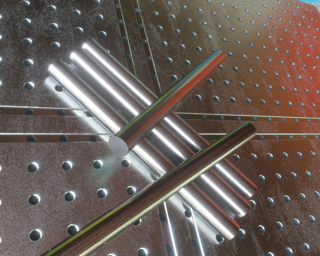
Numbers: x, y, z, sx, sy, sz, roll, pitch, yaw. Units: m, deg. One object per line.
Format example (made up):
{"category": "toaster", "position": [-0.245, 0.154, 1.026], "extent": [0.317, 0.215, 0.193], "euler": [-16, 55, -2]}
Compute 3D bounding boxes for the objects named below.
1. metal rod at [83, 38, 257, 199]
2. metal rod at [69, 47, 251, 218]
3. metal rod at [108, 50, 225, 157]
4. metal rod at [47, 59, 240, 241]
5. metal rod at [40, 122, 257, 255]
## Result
{"category": "metal rod", "position": [0.012, -0.012, 0.424], "extent": [0.300, 0.025, 0.025], "euler": [42, 51, 0]}
{"category": "metal rod", "position": [-0.001, 0.005, 0.405], "extent": [0.300, 0.025, 0.025], "euler": [43, 51, 1]}
{"category": "metal rod", "position": [0.030, -0.053, 0.432], "extent": [0.025, 0.025, 0.302], "euler": [44, 43, 1]}
{"category": "metal rod", "position": [-0.021, 0.026, 0.382], "extent": [0.300, 0.025, 0.025], "euler": [43, 51, 1]}
{"category": "metal rod", "position": [0.005, 0.067, 0.345], "extent": [0.302, 0.025, 0.025], "euler": [-29, 78, -29]}
